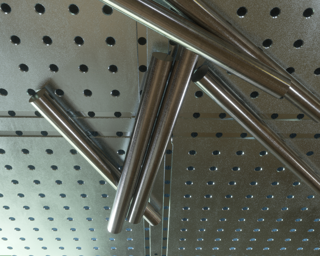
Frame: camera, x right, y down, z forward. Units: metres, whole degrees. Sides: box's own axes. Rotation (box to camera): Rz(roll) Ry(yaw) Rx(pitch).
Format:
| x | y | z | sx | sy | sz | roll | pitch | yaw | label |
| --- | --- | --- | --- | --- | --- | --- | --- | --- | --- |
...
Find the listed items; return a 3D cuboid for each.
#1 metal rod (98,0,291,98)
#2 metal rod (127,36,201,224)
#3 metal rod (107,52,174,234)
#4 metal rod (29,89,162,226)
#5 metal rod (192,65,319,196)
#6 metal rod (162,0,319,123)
| x | y | z | sx | sy | sz | roll | pitch | yaw | label |
| --- | --- | --- | --- | --- | --- | --- | --- | --- | --- |
| -0.001 | -0.106 | 0.300 | 0.301 | 0.025 | 0.025 | 25 | 126 | -13 | metal rod |
| -0.003 | 0.025 | 0.414 | 0.025 | 0.025 | 0.298 | 11 | 124 | -10 | metal rod |
| -0.035 | 0.041 | 0.423 | 0.025 | 0.025 | 0.298 | 11 | 123 | -10 | metal rod |
| -0.079 | 0.061 | 0.462 | 0.025 | 0.025 | 0.300 | -22 | 127 | 18 | metal rod |
| 0.153 | 0.018 | 0.427 | 0.301 | 0.025 | 0.025 | 37 | 121 | -27 | metal rod |
| 0.088 | -0.087 | 0.337 | 0.301 | 0.025 | 0.025 | 30 | 124 | -24 | metal rod |
